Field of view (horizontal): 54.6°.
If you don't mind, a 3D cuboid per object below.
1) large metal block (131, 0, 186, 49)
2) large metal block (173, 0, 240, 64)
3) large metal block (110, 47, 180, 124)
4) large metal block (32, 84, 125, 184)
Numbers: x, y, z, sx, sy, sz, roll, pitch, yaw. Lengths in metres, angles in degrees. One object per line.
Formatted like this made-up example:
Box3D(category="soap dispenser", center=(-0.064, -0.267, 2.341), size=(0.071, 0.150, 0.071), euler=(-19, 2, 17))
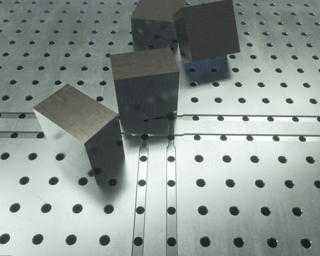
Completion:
Box3D(category="large metal block", center=(-0.001, -0.191, 0.552), size=(0.080, 0.050, 0.080), euler=(8, 51, 7))
Box3D(category="large metal block", center=(0.073, -0.150, 0.490), size=(0.081, 0.080, 0.050), euler=(-14, 11, -12))
Box3D(category="large metal block", center=(-0.020, -0.056, 0.419), size=(0.080, 0.080, 0.050), euler=(-9, 51, -8))
Box3D(category="large metal block", center=(-0.092, 0.007, 0.366), size=(0.080, 0.080, 0.050), euler=(30, 57, 23))
